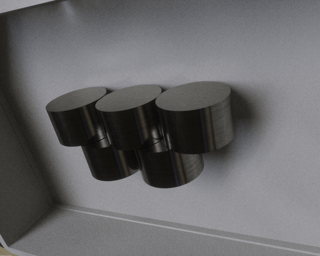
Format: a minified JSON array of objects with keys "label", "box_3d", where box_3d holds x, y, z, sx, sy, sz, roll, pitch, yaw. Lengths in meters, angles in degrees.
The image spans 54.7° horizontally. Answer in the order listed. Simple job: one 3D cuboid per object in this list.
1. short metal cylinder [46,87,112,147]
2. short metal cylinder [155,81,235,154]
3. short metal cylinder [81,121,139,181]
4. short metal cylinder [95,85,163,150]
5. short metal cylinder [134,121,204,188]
[{"label":"short metal cylinder","box_3d":[-0.104,-0.017,0.415,0.080,0.080,0.050,1,119,28]},{"label":"short metal cylinder","box_3d":[0.039,-0.014,0.342,0.080,0.080,0.050,2,119,27]},{"label":"short metal cylinder","box_3d":[-0.062,0.028,0.421,0.080,0.080,0.050,1,119,28]},{"label":"short metal cylinder","box_3d":[-0.032,-0.015,0.379,0.080,0.080,0.050,1,119,28]},{"label":"short metal cylinder","box_3d":[0.011,0.030,0.384,0.080,0.080,0.050,1,119,28]}]
